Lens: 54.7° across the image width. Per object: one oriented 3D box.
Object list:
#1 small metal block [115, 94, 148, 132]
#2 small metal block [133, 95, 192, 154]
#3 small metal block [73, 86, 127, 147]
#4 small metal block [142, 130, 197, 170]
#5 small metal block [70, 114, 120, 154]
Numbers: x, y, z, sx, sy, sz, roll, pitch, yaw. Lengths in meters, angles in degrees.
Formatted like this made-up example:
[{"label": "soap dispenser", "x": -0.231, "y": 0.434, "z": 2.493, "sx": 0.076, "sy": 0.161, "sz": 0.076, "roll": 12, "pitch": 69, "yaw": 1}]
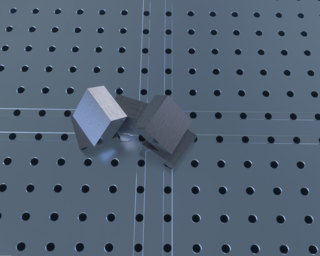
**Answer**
[{"label": "small metal block", "x": -0.034, "y": -0.016, "z": 0.404, "sx": 0.050, "sy": 0.050, "sz": 0.025, "roll": 18, "pitch": 71, "yaw": 6}, {"label": "small metal block", "x": 0.004, "y": -0.004, "z": 0.372, "sx": 0.050, "sy": 0.025, "sz": 0.050, "roll": 44, "pitch": 69, "yaw": -32}, {"label": "small metal block", "x": -0.073, "y": -0.014, "z": 0.373, "sx": 0.025, "sy": 0.050, "sz": 0.050, "roll": -20, "pitch": 66, "yaw": -48}, {"label": "small metal block", "x": 0.012, "y": 0.019, "z": 0.405, "sx": 0.050, "sy": 0.025, "sz": 0.050, "roll": 34, "pitch": 73, "yaw": 11}, {"label": "small metal block", "x": -0.086, "y": 0.001, "z": 0.411, "sx": 0.050, "sy": 0.025, "sz": 0.050, "roll": -18, "pitch": 71, "yaw": -7}]
